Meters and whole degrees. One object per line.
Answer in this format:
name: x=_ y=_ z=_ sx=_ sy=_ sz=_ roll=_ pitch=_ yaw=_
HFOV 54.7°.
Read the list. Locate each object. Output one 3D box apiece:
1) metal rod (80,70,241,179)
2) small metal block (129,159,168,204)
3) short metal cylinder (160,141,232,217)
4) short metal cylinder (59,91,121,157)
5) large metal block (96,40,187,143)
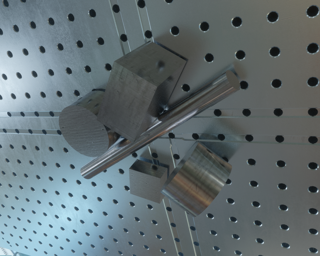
metal rod: x=-0.021 y=0.011 z=0.425 sx=0.299 sy=0.025 sz=0.025 roll=-32 pitch=101 yaw=38
small metal block: x=-0.017 y=0.080 z=0.465 sx=0.050 sy=0.025 sz=0.050 roll=14 pitch=124 yaw=20
short metal cylinder: x=0.044 y=0.063 z=0.387 sx=0.050 sy=0.080 sz=0.080 roll=37 pitch=129 yaw=3
short metal cylinder: x=-0.093 y=-0.006 z=0.435 sx=0.080 sy=0.050 sz=0.079 roll=13 pitch=124 yaw=21
large metal block: x=-0.021 y=-0.043 z=0.355 sx=0.050 sy=0.080 sz=0.079 roll=32 pitch=129 yaw=7
